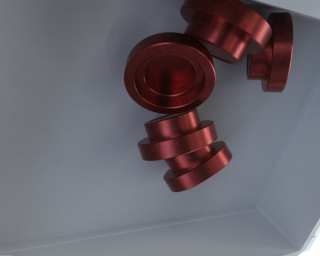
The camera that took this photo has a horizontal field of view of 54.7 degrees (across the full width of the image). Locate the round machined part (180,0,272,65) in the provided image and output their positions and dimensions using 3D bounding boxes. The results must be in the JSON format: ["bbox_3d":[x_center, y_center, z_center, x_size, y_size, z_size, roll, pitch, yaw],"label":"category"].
[{"bbox_3d":[0.064,-0.102,0.332,0.099,0.098,0.042,23,97,-37],"label":"round machined part"}]

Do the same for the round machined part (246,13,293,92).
[{"bbox_3d":[0.134,-0.094,0.392,0.042,0.098,0.097,3,124,11],"label":"round machined part"}]

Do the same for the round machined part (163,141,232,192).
[{"bbox_3d":[0.046,0.043,0.428,0.098,0.098,0.042,-32,94,-8],"label":"round machined part"}]

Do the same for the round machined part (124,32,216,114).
[{"bbox_3d":[0.011,-0.064,0.348,0.099,0.042,0.097,1,137,1],"label":"round machined part"}]

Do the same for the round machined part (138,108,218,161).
[{"bbox_3d":[0.019,0.004,0.385,0.099,0.098,0.042,-19,96,-18],"label":"round machined part"}]
